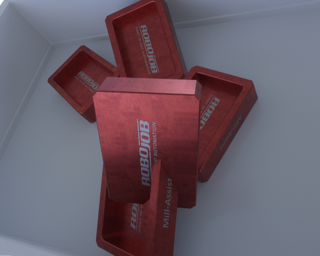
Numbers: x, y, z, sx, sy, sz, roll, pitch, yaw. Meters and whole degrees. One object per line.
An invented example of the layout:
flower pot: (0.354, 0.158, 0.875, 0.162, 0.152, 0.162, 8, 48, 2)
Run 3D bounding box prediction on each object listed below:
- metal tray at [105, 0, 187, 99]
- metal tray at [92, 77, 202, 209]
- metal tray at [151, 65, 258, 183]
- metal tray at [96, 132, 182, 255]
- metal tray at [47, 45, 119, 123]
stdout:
metal tray: (-0.020, -0.114, 0.447, 0.090, 0.030, 0.129, -18, 81, 17)
metal tray: (-0.008, 0.018, 0.297, 0.090, 0.129, 0.030, 3, 33, 8)
metal tray: (0.048, -0.010, 0.381, 0.090, 0.030, 0.130, 25, 75, 36)
metal tray: (-0.024, 0.069, 0.325, 0.090, 0.030, 0.129, 3, 87, 45)
metal tray: (-0.120, -0.076, 0.509, 0.090, 0.030, 0.130, -47, 52, -6)
